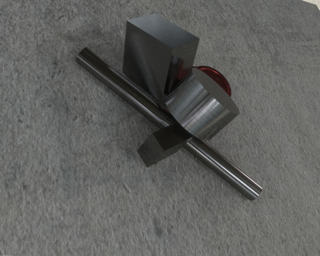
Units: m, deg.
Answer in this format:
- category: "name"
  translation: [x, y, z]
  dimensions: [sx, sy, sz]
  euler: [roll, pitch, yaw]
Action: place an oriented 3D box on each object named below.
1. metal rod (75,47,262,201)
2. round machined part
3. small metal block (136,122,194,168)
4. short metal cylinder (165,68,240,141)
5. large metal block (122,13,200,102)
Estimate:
- category: "metal rod"
  translation: [0.014, -0.004, 0.417]
  dimensions: [0.300, 0.025, 0.025]
  euler: [39, 51, -3]
- category: "round machined part"
  translation: [0.067, -0.054, 0.465]
  dimensions: [0.099, 0.042, 0.098]
  euler: [14, 56, -21]
- category: "small metal block"
  translation: [0.006, 0.020, 0.383]
  dimensions: [0.050, 0.050, 0.025]
  euler: [-23, 74, -37]
- category: "short metal cylinder"
  translation: [0.053, -0.030, 0.390]
  dimensions: [0.080, 0.050, 0.080]
  euler: [36, 24, -19]
- category: "large metal block"
  translation: [-0.002, -0.095, 0.415]
  dimensions: [0.080, 0.079, 0.050]
  euler: [38, 48, 26]
